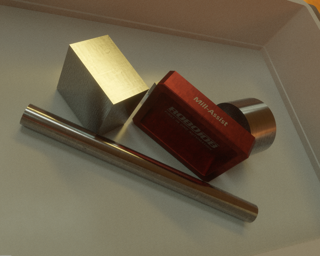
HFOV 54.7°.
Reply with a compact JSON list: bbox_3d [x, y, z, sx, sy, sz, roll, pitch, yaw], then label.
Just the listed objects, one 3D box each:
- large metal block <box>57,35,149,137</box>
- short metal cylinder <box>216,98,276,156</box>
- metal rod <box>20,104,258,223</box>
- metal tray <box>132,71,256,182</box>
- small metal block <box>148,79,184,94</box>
[{"bbox_3d":[-0.070,-0.046,0.360,0.050,0.080,0.080,-30,79,-38],"label":"large metal block"},{"bbox_3d":[0.111,0.001,0.430,0.050,0.080,0.080,-13,69,-33],"label":"short metal cylinder"},{"bbox_3d":[-0.013,0.048,0.369,0.301,0.025,0.025,26,53,-13],"label":"metal rod"},{"bbox_3d":[0.038,0.002,0.382,0.130,0.090,0.030,40,50,-2],"label":"metal tray"},{"bbox_3d":[0.019,-0.044,0.441,0.050,0.025,0.050,-22,74,-36],"label":"small metal block"}]
